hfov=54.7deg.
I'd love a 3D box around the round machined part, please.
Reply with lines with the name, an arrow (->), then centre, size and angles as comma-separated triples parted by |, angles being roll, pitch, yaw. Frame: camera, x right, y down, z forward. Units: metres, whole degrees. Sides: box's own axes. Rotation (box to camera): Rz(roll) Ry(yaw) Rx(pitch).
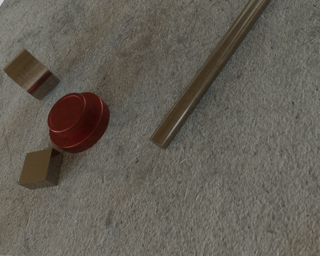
round machined part -> -0.130, -0.015, 0.470 | 0.098, 0.042, 0.098 | -13, 56, 21

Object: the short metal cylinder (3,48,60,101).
short metal cylinder -> -0.223, -0.094, 0.543 | 0.050, 0.080, 0.080 | -47, 51, -5

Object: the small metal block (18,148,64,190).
small metal block -> -0.175, 0.061, 0.459 | 0.050, 0.025, 0.050 | -12, 57, 21

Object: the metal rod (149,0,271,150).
metal rod -> 0.083, -0.099, 0.420 | 0.025, 0.025, 0.300 | 28, 76, 37
